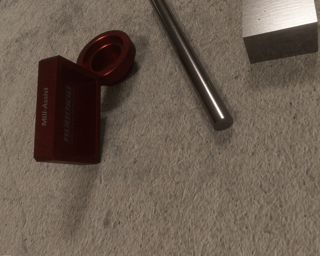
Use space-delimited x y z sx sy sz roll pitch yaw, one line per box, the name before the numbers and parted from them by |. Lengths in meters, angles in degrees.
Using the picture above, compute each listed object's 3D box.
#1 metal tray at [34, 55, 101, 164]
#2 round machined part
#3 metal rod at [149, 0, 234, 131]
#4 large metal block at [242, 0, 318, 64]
metal tray | -0.118 -0.018 0.409 0.030 0.090 0.129 -7 78 25
round machined part | -0.082 -0.106 0.499 0.098 0.042 0.098 -13 56 20
metal rod | 0.034 -0.117 0.456 0.025 0.025 0.299 -28 52 10
large metal block | 0.150 -0.135 0.392 0.080 0.050 0.080 -6 59 24
